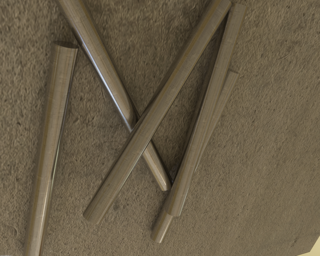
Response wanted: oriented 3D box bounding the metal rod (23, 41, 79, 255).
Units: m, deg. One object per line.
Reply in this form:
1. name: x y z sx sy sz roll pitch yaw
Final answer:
1. metal rod: -0.134 0.048 0.364 0.025 0.025 0.298 3 117 -30

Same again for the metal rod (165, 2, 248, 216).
1. metal rod: 0.056 -0.011 0.417 0.025 0.025 0.298 3 112 -31

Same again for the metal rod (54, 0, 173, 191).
1. metal rod: -0.040 -0.023 0.372 0.025 0.025 0.299 -31 129 -9

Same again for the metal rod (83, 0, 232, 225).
1. metal rod: -0.005 -0.020 0.365 0.025 0.025 0.299 29 94 -38

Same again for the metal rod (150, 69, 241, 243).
1. metal rod: 0.046 0.053 0.466 0.025 0.025 0.298 7 115 -32
